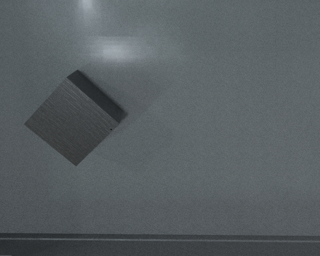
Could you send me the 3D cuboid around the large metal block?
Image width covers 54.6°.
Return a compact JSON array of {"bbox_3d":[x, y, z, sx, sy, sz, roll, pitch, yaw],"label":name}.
[{"bbox_3d":[-0.105,-0.013,0.392,0.080,0.050,0.080,43,104,-14],"label":"large metal block"}]
